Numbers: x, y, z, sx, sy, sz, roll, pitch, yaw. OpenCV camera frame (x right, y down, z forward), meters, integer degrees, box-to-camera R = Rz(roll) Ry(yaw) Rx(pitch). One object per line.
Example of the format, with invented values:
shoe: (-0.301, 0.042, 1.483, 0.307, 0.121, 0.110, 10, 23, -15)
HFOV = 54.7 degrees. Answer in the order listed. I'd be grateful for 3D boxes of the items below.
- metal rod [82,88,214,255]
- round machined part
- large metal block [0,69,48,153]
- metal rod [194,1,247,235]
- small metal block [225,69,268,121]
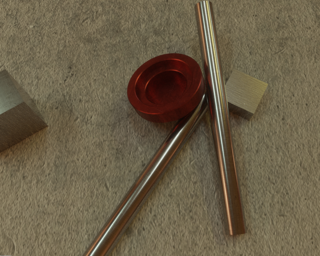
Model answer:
metal rod: (-0.005, 0.052, 0.389, 0.025, 0.025, 0.300, 33, 73, 11)
round machined part: (0.010, -0.047, 0.405, 0.098, 0.042, 0.098, -10, 55, 15)
large metal block: (-0.199, -0.015, 0.382, 0.080, 0.080, 0.050, -32, 74, -11)
metal rod: (0.075, -0.022, 0.395, 0.025, 0.025, 0.298, -5, 78, -2)
small metal block: (0.112, -0.046, 0.426, 0.050, 0.025, 0.050, 27, 72, 9)
